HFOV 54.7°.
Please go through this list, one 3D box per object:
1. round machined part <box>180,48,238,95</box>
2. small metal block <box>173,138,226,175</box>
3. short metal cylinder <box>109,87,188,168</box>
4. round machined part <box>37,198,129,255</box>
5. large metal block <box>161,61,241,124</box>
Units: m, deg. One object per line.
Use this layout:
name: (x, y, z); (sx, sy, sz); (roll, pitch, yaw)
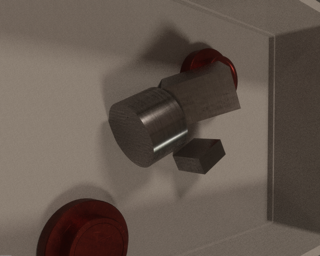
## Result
round machined part: (0.079, -0.071, 0.465); (0.099, 0.042, 0.097); (0, 90, -40)
small metal block: (0.056, 0.039, 0.439); (0.050, 0.050, 0.025); (-36, 113, -34)
short metal cylinder: (-0.015, -0.001, 0.358); (0.050, 0.080, 0.080); (-30, 109, -32)
round machined part: (-0.074, 0.127, 0.331); (0.099, 0.042, 0.097); (4, 83, -40)
large metal block: (0.048, -0.045, 0.391); (0.080, 0.080, 0.050); (-17, 106, 6)
